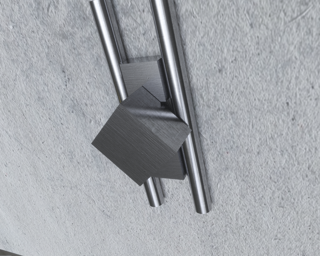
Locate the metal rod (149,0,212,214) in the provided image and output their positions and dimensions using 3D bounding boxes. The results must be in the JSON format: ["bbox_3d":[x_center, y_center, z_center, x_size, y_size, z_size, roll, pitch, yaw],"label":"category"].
[{"bbox_3d":[0.030,-0.015,0.382,0.025,0.025,0.298,0,119,27],"label":"metal rod"}]

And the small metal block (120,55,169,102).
[{"bbox_3d":[-0.015,-0.059,0.377,0.050,0.025,0.050,1,119,27],"label":"small metal block"}]

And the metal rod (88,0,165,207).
[{"bbox_3d":[-0.037,-0.016,0.417,0.025,0.025,0.298,0,119,27],"label":"metal rod"}]

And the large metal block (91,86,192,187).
[{"bbox_3d":[-0.023,0.011,0.375,0.080,0.050,0.080,42,129,-1],"label":"large metal block"}]

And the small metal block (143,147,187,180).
[{"bbox_3d":[0.010,0.042,0.427,0.050,0.025,0.050,1,119,27],"label":"small metal block"}]
